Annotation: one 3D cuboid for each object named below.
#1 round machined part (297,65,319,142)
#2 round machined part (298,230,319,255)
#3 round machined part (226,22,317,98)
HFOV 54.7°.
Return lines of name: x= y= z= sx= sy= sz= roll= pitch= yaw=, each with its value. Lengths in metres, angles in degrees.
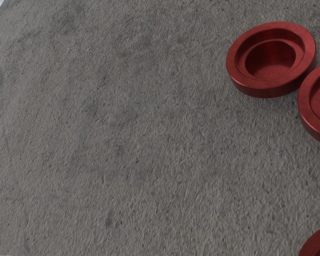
round machined part: x=0.190 y=-0.021 z=0.306 sx=0.098 sy=0.042 sz=0.098 roll=-13 pitch=56 yaw=21
round machined part: x=0.157 y=0.124 z=0.234 sx=0.098 sy=0.042 sz=0.098 roll=-13 pitch=56 yaw=21
round machined part: x=0.133 y=-0.076 z=0.370 sx=0.098 sy=0.042 sz=0.098 roll=-13 pitch=56 yaw=21
